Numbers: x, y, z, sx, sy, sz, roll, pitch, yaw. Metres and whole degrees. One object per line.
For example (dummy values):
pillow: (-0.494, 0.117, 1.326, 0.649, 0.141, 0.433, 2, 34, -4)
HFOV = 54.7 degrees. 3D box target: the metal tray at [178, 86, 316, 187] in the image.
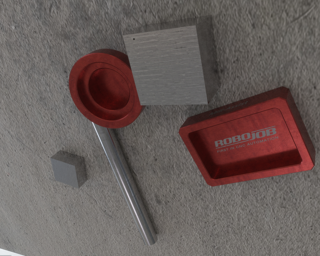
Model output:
metal tray: (0.098, 0.016, 0.361, 0.130, 0.030, 0.090, -18, 109, 35)

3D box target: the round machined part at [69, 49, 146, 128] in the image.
round machined part: (-0.060, -0.052, 0.390, 0.098, 0.042, 0.097, 8, 120, 15)

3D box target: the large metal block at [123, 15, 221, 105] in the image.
large metal block: (0.016, -0.072, 0.338, 0.080, 0.050, 0.080, 1, 119, 27)

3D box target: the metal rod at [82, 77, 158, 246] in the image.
metal rod: (-0.061, 0.063, 0.477, 0.025, 0.025, 0.298, -5, 116, 30)

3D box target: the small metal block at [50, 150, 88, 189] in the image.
small metal block: (-0.156, 0.071, 0.533, 0.050, 0.025, 0.050, 14, 124, 20)
